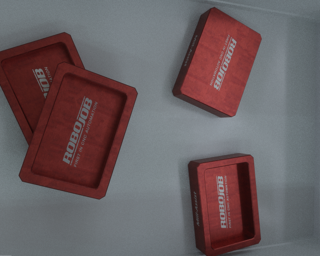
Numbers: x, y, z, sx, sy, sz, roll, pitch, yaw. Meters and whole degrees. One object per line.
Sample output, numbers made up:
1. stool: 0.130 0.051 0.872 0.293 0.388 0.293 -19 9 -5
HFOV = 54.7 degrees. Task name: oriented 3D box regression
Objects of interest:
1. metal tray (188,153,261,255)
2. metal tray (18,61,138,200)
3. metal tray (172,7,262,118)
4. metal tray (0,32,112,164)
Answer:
1. metal tray: 0.093 0.106 0.441 0.091 0.030 0.129 -7 92 -20
2. metal tray: -0.088 0.004 0.342 0.091 0.030 0.129 19 84 -19
3. metal tray: 0.082 -0.090 0.438 0.091 0.030 0.130 23 82 -19
4. metal tray: -0.124 -0.034 0.361 0.091 0.030 0.129 -25 98 -18
